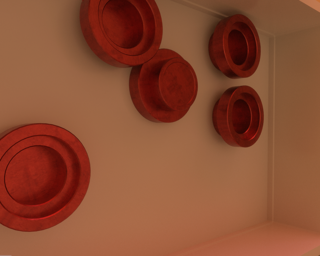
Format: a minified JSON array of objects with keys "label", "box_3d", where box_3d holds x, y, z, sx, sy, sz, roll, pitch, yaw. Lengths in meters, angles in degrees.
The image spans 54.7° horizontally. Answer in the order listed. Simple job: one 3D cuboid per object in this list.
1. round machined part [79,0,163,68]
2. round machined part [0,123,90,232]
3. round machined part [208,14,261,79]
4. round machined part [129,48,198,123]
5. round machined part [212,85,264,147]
[{"label":"round machined part","box_3d":[-0.048,-0.118,0.357,0.099,0.042,0.097,0,90,-40]},{"label":"round machined part","box_3d":[-0.121,0.044,0.295,0.099,0.042,0.097,0,90,-40]},{"label":"round machined part","box_3d":[0.115,-0.127,0.495,0.099,0.042,0.097,0,90,-40]},{"label":"round machined part","box_3d":[0.012,-0.056,0.407,0.099,0.042,0.097,0,90,-40]},{"label":"round machined part","box_3d":[0.123,-0.018,0.501,0.099,0.042,0.097,0,90,-40]}]
